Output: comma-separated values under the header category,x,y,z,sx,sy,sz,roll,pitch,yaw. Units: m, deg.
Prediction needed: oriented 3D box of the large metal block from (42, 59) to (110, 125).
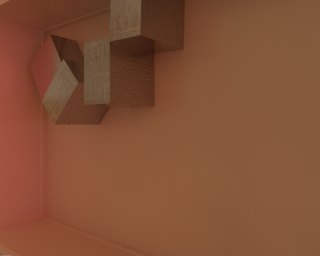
category,x,y,z,sx,sy,sz,roll,pitch,yaw
large metal block,-0.117,-0.051,0.468,0.080,0.081,0.050,-51,60,28

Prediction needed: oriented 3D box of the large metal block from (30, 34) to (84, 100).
category,x,y,z,sx,sy,sz,roll,pitch,yaw
large metal block,-0.173,-0.099,0.534,0.080,0.050,0.080,-40,66,33

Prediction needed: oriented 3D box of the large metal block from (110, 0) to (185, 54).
category,x,y,z,sx,sy,sz,roll,pitch,yaw
large metal block,-0.014,-0.142,0.382,0.050,0.081,0.079,3,92,40

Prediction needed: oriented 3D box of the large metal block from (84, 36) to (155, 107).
category,x,y,z,sx,sy,sz,roll,pitch,yaw
large metal block,-0.053,-0.069,0.415,0.050,0.081,0.080,0,90,40
